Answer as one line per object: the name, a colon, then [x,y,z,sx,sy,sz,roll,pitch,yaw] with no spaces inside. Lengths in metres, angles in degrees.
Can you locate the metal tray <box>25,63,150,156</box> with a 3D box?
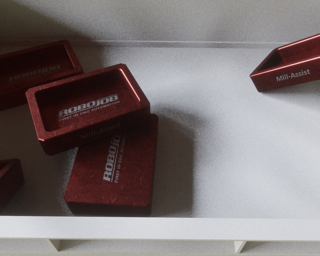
metal tray: [-0.088,-0.028,0.384,0.131,0.030,0.090,-19,53,-16]

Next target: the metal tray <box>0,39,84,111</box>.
metal tray: [-0.190,-0.084,0.469,0.131,0.030,0.090,-20,53,-16]

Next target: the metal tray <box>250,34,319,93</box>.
metal tray: [0.203,-0.096,0.432,0.090,0.030,0.130,-44,20,-31]

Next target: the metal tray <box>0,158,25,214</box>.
metal tray: [-0.219,0.066,0.312,0.131,0.030,0.090,-6,14,-6]

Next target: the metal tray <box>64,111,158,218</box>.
metal tray: [-0.051,0.038,0.369,0.091,0.030,0.130,3,50,2]
